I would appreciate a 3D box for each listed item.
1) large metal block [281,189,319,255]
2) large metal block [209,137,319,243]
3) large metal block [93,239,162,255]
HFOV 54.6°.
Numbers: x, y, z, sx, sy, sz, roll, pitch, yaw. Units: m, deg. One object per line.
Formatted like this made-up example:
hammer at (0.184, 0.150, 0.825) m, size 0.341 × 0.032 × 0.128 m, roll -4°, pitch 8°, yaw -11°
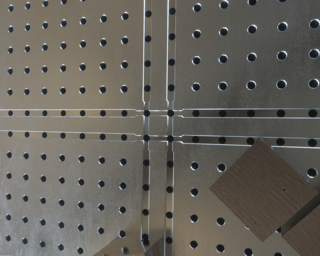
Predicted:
large metal block at (0.191, 0.114, 0.332) m, size 0.080 × 0.050 × 0.080 m, roll 45°, pitch 104°, yaw 14°
large metal block at (0.117, 0.067, 0.358) m, size 0.080 × 0.050 × 0.080 m, roll 45°, pitch 104°, yaw 14°
large metal block at (-0.039, 0.201, 0.414) m, size 0.080 × 0.050 × 0.080 m, roll -13°, pitch 86°, yaw 19°
